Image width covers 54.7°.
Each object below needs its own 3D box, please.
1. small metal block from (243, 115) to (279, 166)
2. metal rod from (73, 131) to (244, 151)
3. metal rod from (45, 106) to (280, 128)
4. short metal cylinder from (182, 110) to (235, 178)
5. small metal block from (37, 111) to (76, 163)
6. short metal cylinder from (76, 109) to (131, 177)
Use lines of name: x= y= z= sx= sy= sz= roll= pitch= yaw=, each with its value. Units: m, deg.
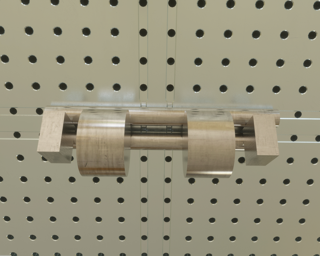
small metal block: x=0.123 y=0.016 z=0.383 sx=0.025 sy=0.050 sz=0.050 roll=1 pitch=69 yaw=0
metal rod: x=0.000 y=0.018 z=0.420 sx=0.302 sy=0.025 sz=0.025 roll=1 pitch=110 yaw=-1
metal rod: x=0.003 y=-0.015 z=0.408 sx=0.302 sy=0.025 sz=0.025 roll=1 pitch=110 yaw=-1
short metal cylinder: x=0.055 y=0.019 z=0.368 sx=0.050 sy=0.080 sz=0.079 roll=1 pitch=110 yaw=0
small metal block: x=-0.125 y=0.013 z=0.380 sx=0.025 sy=0.050 sz=0.050 roll=1 pitch=68 yaw=0
short metal cylinder: x=-0.063 y=0.017 z=0.366 sx=0.050 sy=0.080 sz=0.079 roll=1 pitch=110 yaw=0
